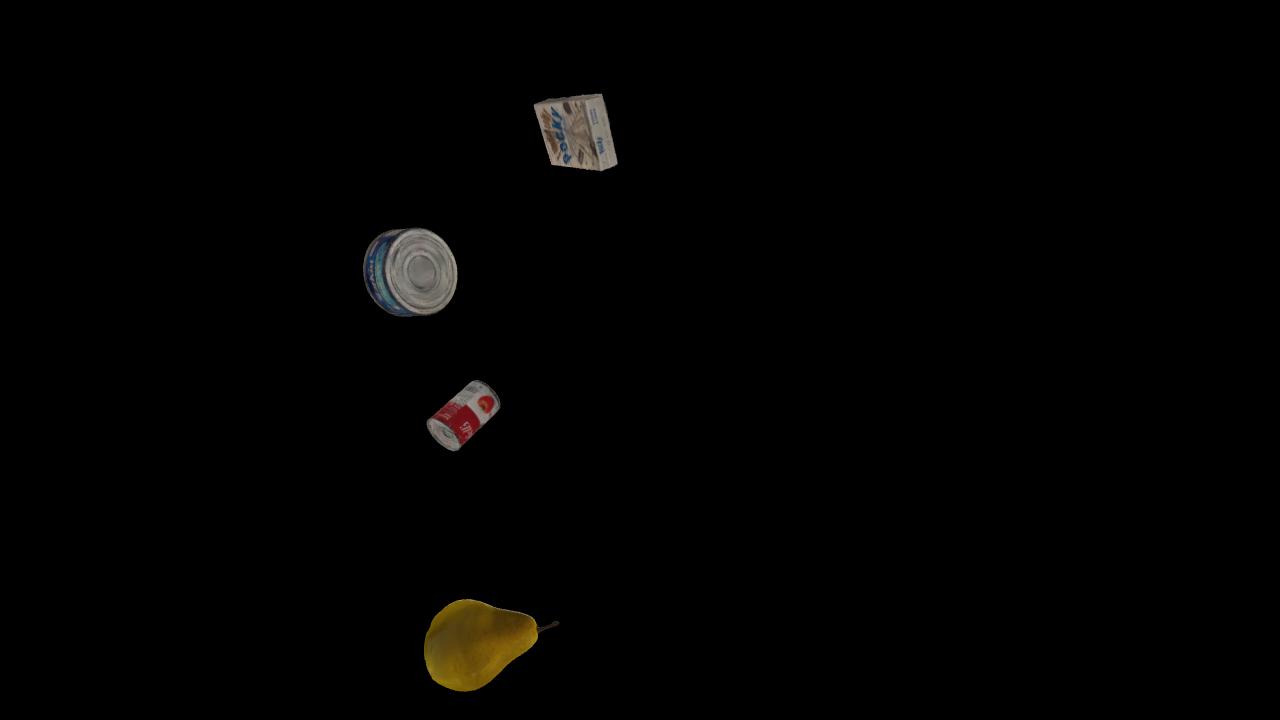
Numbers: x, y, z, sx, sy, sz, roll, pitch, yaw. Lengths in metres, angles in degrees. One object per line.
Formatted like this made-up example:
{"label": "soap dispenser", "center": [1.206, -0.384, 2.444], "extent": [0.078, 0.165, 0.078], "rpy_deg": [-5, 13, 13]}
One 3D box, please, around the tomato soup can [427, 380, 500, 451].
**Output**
{"label": "tomato soup can", "center": [-0.281, 0.088, 0.986], "extent": [0.068, 0.068, 0.101], "rpy_deg": [0, 36, 37]}

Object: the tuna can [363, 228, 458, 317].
{"label": "tuna can", "center": [-0.216, -0.083, 0.586], "extent": [0.034, 0.084, 0.084], "rpy_deg": [3, 2, 34]}

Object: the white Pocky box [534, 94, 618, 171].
{"label": "white Pocky box", "center": [-0.082, -0.287, 0.776], "extent": [0.028, 0.084, 0.154], "rpy_deg": [-27, 30, -22]}

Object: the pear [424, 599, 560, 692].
{"label": "pear", "center": [-0.129, 0.247, 0.542], "extent": [0.111, 0.080, 0.080], "rpy_deg": [-15, -2, 7]}
